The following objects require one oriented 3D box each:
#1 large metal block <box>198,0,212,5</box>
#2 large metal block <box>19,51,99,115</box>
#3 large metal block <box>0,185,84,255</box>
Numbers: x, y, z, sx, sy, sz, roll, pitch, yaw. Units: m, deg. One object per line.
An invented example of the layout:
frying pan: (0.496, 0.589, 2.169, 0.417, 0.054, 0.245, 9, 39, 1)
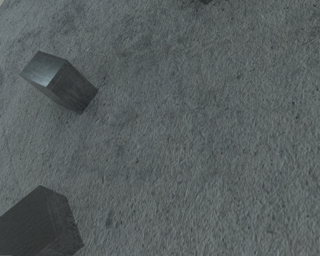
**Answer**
large metal block: (0.074, -0.261, 0.509, 0.080, 0.050, 0.080, -43, 51, -1)
large metal block: (-0.161, -0.072, 0.498, 0.080, 0.080, 0.050, 23, 74, 36)
large metal block: (-0.154, 0.133, 0.387, 0.080, 0.050, 0.080, -39, 51, 2)
